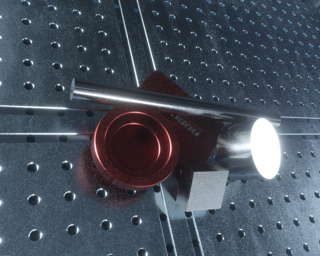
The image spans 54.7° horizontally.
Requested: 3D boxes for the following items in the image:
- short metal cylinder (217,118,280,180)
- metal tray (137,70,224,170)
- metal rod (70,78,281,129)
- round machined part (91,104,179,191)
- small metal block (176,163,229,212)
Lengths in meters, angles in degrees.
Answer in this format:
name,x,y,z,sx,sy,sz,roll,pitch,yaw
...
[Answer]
name,x,y,z,sx,sy,sz,roll,pitch,yaw
short metal cylinder,0.122,0.030,0.422,0.081,0.050,0.080,12,73,-43
metal tray,0.018,-0.010,0.424,0.130,0.030,0.090,40,51,-2
metal rod,0.039,-0.027,0.407,0.302,0.025,0.025,7,59,-25
round machined part,-0.031,0.025,0.361,0.099,0.042,0.098,9,65,-19
small metal block,0.051,0.071,0.377,0.050,0.025,0.050,3,104,-28
